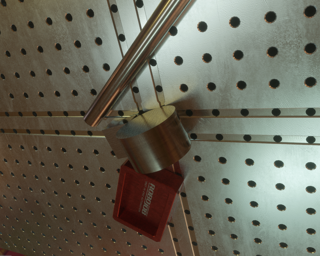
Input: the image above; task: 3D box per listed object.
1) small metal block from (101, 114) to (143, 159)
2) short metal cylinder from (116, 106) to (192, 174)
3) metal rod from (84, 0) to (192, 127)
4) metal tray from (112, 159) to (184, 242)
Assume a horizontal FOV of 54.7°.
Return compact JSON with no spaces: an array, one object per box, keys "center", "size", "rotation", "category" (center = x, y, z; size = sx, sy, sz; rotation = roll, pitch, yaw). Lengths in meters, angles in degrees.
[{"center":[-0.047,0.013,0.443],"size":[0.050,0.025,0.050],"rotation":[-14,111,33],"category":"small metal block"},{"center":[-0.007,0.013,0.386],"size":[0.080,0.080,0.050],"rotation":[-14,111,33],"category":"short metal cylinder"},{"center":[-0.019,-0.095,0.360],"size":[0.025,0.025,0.298],"rotation":[43,129,-2],"category":"metal rod"},{"center":[-0.023,0.113,0.488],"size":[0.090,0.030,0.129],"rotation":[23,127,13],"category":"metal tray"}]
